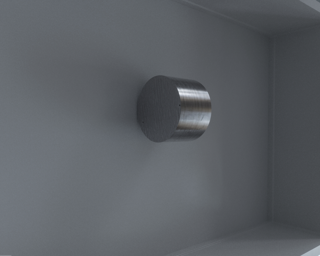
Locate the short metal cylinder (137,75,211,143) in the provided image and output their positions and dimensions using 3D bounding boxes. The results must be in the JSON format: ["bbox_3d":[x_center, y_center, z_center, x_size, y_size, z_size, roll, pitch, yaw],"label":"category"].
[{"bbox_3d":[0.016,-0.023,0.383,0.050,0.080,0.079,0,90,-40],"label":"short metal cylinder"}]
